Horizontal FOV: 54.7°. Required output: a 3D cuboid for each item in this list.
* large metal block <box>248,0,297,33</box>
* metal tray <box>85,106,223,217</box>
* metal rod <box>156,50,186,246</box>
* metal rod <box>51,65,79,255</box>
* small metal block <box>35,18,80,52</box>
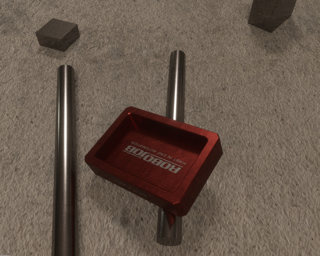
[{"bbox_3d":[0.212,-0.235,0.568,0.050,0.080,0.080,34,58,25],"label":"large metal block"},{"bbox_3d":[-0.008,0.030,0.347,0.130,0.030,0.090,19,59,32],"label":"metal tray"},{"bbox_3d":[0.019,-0.001,0.404,0.025,0.025,0.300,3,50,2],"label":"metal rod"},{"bbox_3d":[-0.116,0.026,0.379,0.025,0.025,0.300,-8,51,-7],"label":"metal rod"},{"bbox_3d":[-0.176,-0.162,0.537,0.050,0.025,0.050,18,52,14],"label":"small metal block"}]
